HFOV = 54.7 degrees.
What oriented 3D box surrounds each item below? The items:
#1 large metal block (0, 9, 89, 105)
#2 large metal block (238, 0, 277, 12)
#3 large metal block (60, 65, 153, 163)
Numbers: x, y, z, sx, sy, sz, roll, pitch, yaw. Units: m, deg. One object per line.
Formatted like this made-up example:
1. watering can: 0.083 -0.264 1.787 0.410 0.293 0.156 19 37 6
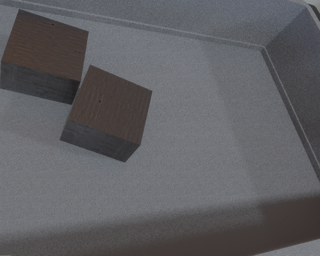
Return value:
1. large metal block: -0.135 -0.082 0.368 0.081 0.050 0.080 13 56 -22
2. large metal block: 0.214 -0.317 0.704 0.081 0.050 0.080 -8 66 -32
3. large metal block: -0.062 -0.016 0.367 0.080 0.050 0.080 22 54 -16
